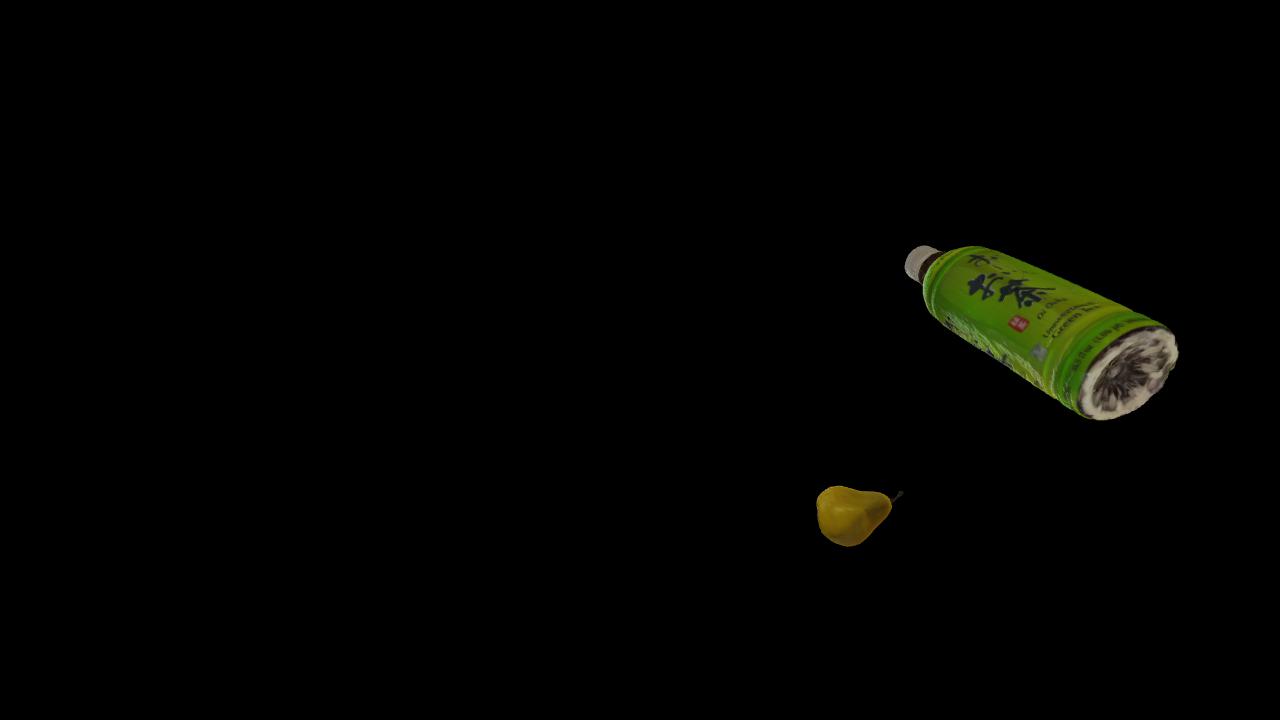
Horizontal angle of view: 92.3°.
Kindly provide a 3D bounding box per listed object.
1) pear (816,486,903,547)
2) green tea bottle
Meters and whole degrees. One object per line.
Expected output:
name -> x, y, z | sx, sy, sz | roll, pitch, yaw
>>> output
pear -> 0.292, 0.201, 0.809 | 0.111, 0.080, 0.080 | -14, -5, 22
green tea bottle -> 0.272, -0.038, 0.457 | 0.073, 0.073, 0.212 | 0, 27, -12
